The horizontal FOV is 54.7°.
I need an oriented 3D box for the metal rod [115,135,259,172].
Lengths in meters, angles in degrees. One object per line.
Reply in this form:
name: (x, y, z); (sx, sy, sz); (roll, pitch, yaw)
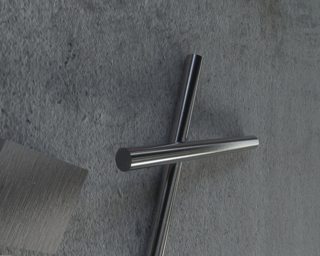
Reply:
metal rod: (0.062, 0.029, 0.431); (0.302, 0.025, 0.025); (-2, 92, -49)

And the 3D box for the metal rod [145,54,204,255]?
metal rod: (0.019, 0.042, 0.423); (0.025, 0.025, 0.299); (20, 77, -39)

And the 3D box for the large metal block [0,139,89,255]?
large metal block: (-0.126, 0.061, 0.284); (0.080, 0.050, 0.080); (30, 71, -36)
